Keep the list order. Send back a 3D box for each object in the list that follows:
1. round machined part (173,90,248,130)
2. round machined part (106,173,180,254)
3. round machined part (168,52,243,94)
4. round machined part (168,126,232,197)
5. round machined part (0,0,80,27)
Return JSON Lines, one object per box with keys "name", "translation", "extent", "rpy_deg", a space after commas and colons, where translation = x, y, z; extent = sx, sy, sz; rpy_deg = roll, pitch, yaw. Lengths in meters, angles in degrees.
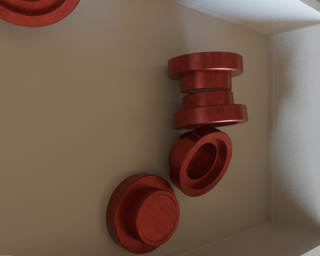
{"name": "round machined part", "translation": [0.066, -0.024, 0.418], "extent": [0.099, 0.098, 0.042], "rpy_deg": [-1, 84, -40]}
{"name": "round machined part", "translation": [-0.014, 0.108, 0.386], "extent": [0.099, 0.042, 0.097], "rpy_deg": [0, 90, -40]}
{"name": "round machined part", "translation": [0.060, -0.069, 0.411], "extent": [0.099, 0.098, 0.042], "rpy_deg": [-3, 91, -40]}
{"name": "round machined part", "translation": [0.051, 0.042, 0.427], "extent": [0.099, 0.042, 0.097], "rpy_deg": [-19, 123, -33]}
{"name": "round machined part", "translation": [-0.119, -0.145, 0.275], "extent": [0.099, 0.042, 0.097], "rpy_deg": [-11, 130, -14]}
